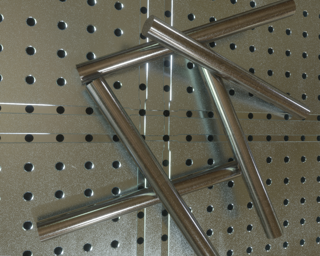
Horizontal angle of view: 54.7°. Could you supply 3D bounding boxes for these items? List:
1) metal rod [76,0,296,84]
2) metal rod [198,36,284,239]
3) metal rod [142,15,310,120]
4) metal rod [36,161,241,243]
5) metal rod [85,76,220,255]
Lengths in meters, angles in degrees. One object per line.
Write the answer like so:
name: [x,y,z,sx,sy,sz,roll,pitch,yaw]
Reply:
metal rod: [0.041,-0.117,0.404,0.302,0.025,0.025,-20,97,-10]
metal rod: [0.105,0.010,0.432,0.025,0.025,0.299,-22,90,-19]
metal rod: [0.109,-0.071,0.425,0.302,0.025,0.025,20,83,-30]
metal rod: [-0.003,0.088,0.412,0.302,0.025,0.025,-14,95,-20]
metal rod: [0.002,0.070,0.387,0.025,0.025,0.299,-35,98,-17]
